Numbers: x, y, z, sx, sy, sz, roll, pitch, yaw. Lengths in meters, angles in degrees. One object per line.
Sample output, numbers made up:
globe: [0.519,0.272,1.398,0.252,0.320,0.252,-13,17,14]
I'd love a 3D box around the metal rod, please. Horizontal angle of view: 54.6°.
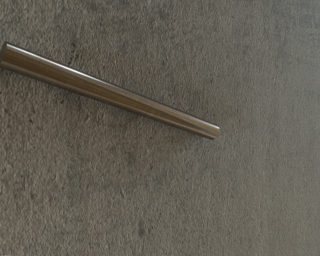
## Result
metal rod: [-0.032,-0.031,0.376,0.302,0.025,0.025,18,79,-38]
